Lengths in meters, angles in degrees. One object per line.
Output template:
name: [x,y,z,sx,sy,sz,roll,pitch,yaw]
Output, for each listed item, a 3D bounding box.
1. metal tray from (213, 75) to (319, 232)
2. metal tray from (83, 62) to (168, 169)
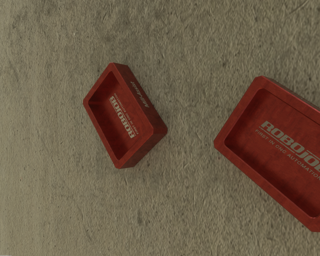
metal tray: [0.125,0.020,0.297,0.130,0.030,0.089,43,116,31]
metal tray: [-0.055,-0.018,0.446,0.090,0.030,0.130,-46,63,30]
